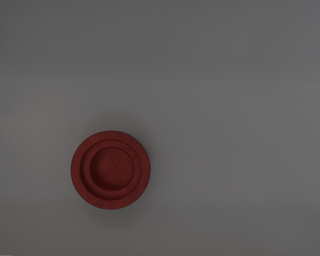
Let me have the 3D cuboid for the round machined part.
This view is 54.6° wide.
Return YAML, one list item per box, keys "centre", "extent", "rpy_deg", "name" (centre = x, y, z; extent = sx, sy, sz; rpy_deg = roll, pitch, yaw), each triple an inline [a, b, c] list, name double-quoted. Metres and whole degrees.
- centre: [-0.061, 0.052, 0.403]
  extent: [0.099, 0.042, 0.097]
  rpy_deg: [0, 90, 0]
  name: "round machined part"
